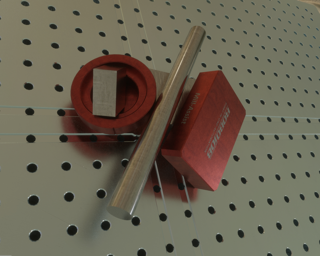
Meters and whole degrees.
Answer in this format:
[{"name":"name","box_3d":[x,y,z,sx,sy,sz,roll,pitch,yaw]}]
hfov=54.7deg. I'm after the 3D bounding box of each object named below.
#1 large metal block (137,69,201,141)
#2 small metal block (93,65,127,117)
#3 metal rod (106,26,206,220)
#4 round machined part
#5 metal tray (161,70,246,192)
[{"name":"large metal block","box_3d":[0.015,-0.025,0.417,0.081,0.050,0.080,9,58,-24]},{"name":"small metal block","box_3d":[-0.057,-0.044,0.354,0.025,0.050,0.050,6,17,4]},{"name":"metal rod","box_3d":[0.010,-0.032,0.370,0.025,0.025,0.300,30,52,-9]},{"name":"round machined part","box_3d":[-0.054,-0.037,0.375,0.099,0.042,0.098,1,67,-1]},{"name":"metal tray","box_3d":[0.061,0.003,0.395,0.090,0.030,0.130,48,58,-37]}]
